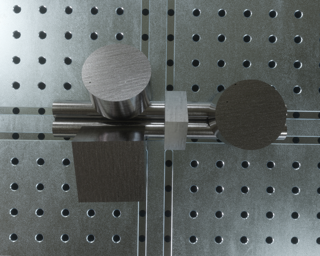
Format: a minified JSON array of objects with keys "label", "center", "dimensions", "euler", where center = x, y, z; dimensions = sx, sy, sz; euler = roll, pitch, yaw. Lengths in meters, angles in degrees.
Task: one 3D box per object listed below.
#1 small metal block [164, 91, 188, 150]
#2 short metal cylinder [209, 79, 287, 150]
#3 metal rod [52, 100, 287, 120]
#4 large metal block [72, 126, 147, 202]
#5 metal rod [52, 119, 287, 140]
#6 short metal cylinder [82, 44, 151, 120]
[{"label":"small metal block","center":[0.018,-0.009,0.369],"dimensions":[0.025,0.050,0.050],"euler":[1,48,0]},{"label":"short metal cylinder","center":[0.102,-0.015,0.373],"dimensions":[0.081,0.050,0.079],"euler":[0,90,0]},{"label":"metal rod","center":[0.013,-0.023,0.410],"dimensions":[0.302,0.025,0.025],"euler":[1,90,0]},{"label":"large metal block","center":[-0.058,0.043,0.383],"dimensions":[0.081,0.050,0.079],"euler":[-1,110,0]},{"label":"metal rod","center":[0.013,0.002,0.410],"dimensions":[0.302,0.025,0.025],"euler":[1,90,0]},{"label":"short metal cylinder","center":[-0.051,-0.056,0.383],"dimensions":[0.081,0.050,0.080],"euler":[0,66,-1]}]
